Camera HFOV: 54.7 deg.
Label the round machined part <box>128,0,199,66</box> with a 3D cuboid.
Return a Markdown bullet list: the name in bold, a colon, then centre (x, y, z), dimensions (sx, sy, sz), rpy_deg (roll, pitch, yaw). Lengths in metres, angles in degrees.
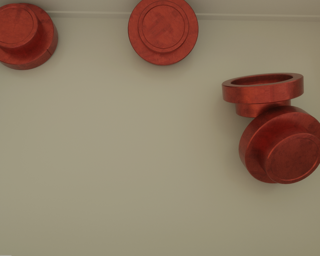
- **round machined part**: centre (0.004, -0.137, 0.429), dimensions (0.099, 0.042, 0.097), rpy_deg (0, 98, 0)

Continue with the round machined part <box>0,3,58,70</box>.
- **round machined part**: centre (-0.201, -0.136, 0.442), dimensions (0.099, 0.042, 0.098), rpy_deg (0, 77, -1)

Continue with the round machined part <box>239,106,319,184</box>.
- **round machined part**: centre (0.147, 0.027, 0.362), dimensions (0.099, 0.097, 0.042), rpy_deg (-12, 29, -5)

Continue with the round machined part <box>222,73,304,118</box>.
- **round machined part**: centre (0.131, -0.042, 0.398), dimensions (0.099, 0.098, 0.042), rpy_deg (-9, 105, -4)
